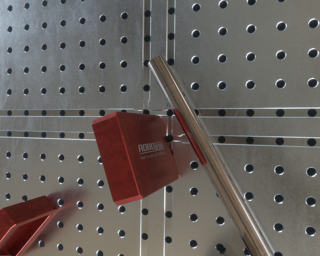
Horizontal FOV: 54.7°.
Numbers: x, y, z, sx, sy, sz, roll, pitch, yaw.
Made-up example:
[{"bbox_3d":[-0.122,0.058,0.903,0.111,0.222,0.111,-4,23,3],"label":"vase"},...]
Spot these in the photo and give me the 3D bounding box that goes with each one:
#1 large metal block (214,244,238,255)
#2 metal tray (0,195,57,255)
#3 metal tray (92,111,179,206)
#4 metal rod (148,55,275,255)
[{"bbox_3d":[0.082,0.195,0.354,0.050,0.080,0.080,-45,76,14],"label":"large metal block"},{"bbox_3d":[-0.224,0.162,0.457,0.030,0.090,0.130,44,104,14],"label":"metal tray"},{"bbox_3d":[-0.022,0.030,0.364,0.030,0.130,0.090,-19,84,19],"label":"metal tray"},{"bbox_3d":[0.064,0.041,0.390,0.025,0.025,0.299,-31,80,17],"label":"metal rod"}]
